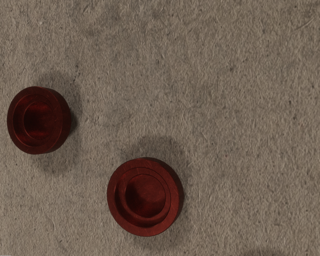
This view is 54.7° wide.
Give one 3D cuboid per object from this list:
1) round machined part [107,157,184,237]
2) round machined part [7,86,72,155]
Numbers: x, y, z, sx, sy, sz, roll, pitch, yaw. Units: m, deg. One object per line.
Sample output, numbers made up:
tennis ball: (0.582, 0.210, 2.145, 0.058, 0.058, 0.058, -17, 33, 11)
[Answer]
round machined part: (-0.016, 0.086, 0.405, 0.098, 0.042, 0.097, 0, 90, 19)
round machined part: (-0.172, -0.011, 0.459, 0.098, 0.042, 0.097, 0, 90, 19)
